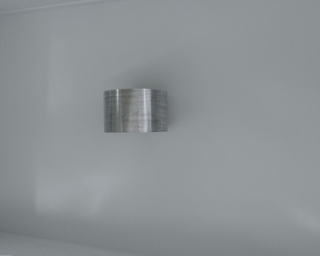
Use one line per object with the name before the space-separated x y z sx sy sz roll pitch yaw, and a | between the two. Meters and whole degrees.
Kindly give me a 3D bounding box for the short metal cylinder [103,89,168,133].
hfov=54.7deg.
short metal cylinder | -0.030 -0.020 0.391 0.080 0.080 0.050 -1 90 19
